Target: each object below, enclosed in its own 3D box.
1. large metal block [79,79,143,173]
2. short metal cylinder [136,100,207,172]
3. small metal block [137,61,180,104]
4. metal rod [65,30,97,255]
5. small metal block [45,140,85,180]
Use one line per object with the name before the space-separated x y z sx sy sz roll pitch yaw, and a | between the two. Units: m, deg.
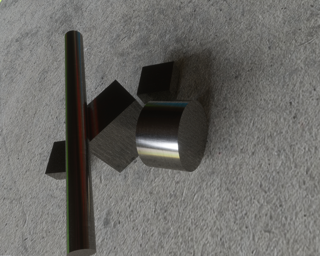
large metal block | -0.054 0.000 0.395 0.080 0.080 0.050 -43 51 -2
short metal cylinder | 0.016 0.008 0.355 0.050 0.080 0.080 3 63 29
small metal block | -0.001 -0.064 0.443 0.050 0.025 0.050 -5 59 25
metal rod | -0.095 -0.010 0.355 0.025 0.025 0.299 -23 53 14
small metal block | -0.130 0.045 0.443 0.050 0.025 0.050 -8 58 23
